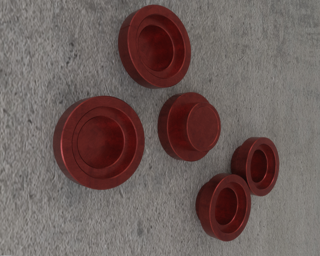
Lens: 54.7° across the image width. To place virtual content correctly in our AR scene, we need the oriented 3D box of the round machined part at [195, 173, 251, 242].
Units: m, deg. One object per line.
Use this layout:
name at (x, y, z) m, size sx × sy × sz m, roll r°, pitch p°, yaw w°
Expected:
round machined part at (0.092, 0.117, 0.471) m, size 0.099 × 0.042 × 0.097 m, roll 0°, pitch 90°, yaw -40°

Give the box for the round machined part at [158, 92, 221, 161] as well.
round machined part at (0.048, -0.002, 0.433) m, size 0.099 × 0.042 × 0.097 m, roll 0°, pitch 90°, yaw -40°

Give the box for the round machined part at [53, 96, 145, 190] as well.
round machined part at (-0.068, 0.015, 0.336) m, size 0.099 × 0.042 × 0.097 m, roll 0°, pitch 90°, yaw -40°

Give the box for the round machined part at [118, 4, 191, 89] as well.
round machined part at (-0.011, -0.097, 0.384) m, size 0.099 × 0.042 × 0.097 m, roll 0°, pitch 90°, yaw -40°

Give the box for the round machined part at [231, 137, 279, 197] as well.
round machined part at (0.158, 0.064, 0.526) m, size 0.099 × 0.042 × 0.097 m, roll 0°, pitch 90°, yaw -40°
